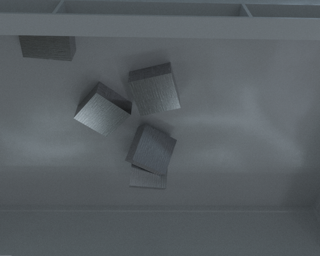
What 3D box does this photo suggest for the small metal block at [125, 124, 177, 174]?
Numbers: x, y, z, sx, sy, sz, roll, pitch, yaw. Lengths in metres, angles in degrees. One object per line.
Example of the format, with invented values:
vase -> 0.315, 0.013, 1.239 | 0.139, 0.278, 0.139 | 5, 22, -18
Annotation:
small metal block -> -0.011, 0.030, 0.414 | 0.050, 0.050, 0.025 | 28, 160, -22

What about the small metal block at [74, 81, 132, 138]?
small metal block -> -0.071, -0.022, 0.389 | 0.050, 0.025, 0.050 | 33, 122, -26

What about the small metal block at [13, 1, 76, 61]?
small metal block -> -0.117, -0.100, 0.322 | 0.050, 0.025, 0.050 | 4, 130, -4

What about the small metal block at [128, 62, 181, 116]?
small metal block -> -0.006, -0.046, 0.370 | 0.050, 0.025, 0.050 | -11, 130, 9

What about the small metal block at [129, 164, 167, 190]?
small metal block -> -0.016, 0.060, 0.440 | 0.050, 0.050, 0.025 | 6, 163, -5
